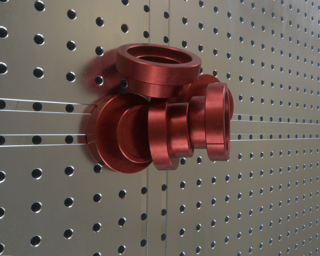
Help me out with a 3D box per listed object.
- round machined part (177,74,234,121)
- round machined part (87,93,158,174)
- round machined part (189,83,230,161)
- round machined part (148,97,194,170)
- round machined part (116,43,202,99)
[{"bbox_3d":[0.073,-0.032,0.461,0.099,0.042,0.097,0,90,-40],"label":"round machined part"},{"bbox_3d":[-0.034,0.006,0.372,0.099,0.042,0.097,0,90,-40],"label":"round machined part"},{"bbox_3d":[0.063,-0.007,0.391,0.098,0.042,0.097,-2,91,-73],"label":"round machined part"},{"bbox_3d":[0.018,0.003,0.384,0.098,0.042,0.097,-4,91,-77],"label":"round machined part"},{"bbox_3d":[-0.003,-0.067,0.367,0.099,0.098,0.042,-16,126,-39],"label":"round machined part"}]
